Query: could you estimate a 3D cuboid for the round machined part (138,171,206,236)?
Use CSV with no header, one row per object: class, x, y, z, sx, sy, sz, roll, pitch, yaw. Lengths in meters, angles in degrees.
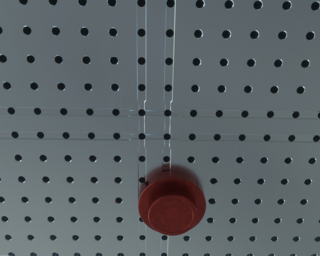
round machined part,0.018,0.115,0.447,0.099,0.042,0.097,0,110,-1
